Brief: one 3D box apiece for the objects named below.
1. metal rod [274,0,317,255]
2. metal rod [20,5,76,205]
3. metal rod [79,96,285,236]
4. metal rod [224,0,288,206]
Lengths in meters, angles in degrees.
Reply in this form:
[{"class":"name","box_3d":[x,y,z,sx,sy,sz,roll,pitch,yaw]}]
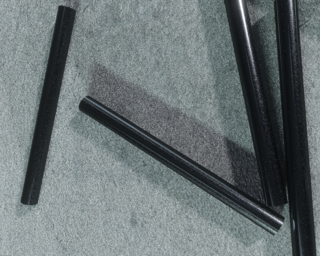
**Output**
[{"class":"metal rod","box_3d":[0.154,0.001,0.354,0.025,0.025,0.298,-4,89,19]},{"class":"metal rod","box_3d":[-0.169,-0.030,0.466,0.025,0.025,0.298,14,95,19]},{"class":"metal rod","box_3d":[0.015,0.039,0.402,0.300,0.025,0.025,31,100,17]},{"class":"metal rod","box_3d":[0.109,-0.059,0.370,0.025,0.025,0.298,-12,86,19]}]
